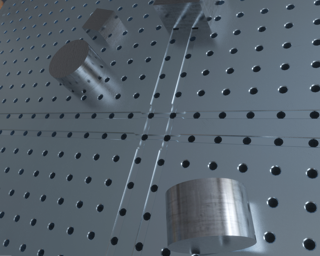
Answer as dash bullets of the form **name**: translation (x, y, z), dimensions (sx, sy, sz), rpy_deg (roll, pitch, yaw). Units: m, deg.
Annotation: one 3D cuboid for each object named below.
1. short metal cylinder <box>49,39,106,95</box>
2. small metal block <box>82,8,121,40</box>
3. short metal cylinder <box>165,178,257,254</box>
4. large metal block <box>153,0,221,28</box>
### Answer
- **short metal cylinder**: translation (-0.140, -0.103, 0.530), dimensions (0.080, 0.050, 0.080), rpy_deg (-13, 56, 21)
- **small metal block**: translation (-0.112, -0.198, 0.589), dimensions (0.050, 0.025, 0.050), rpy_deg (23, 74, 36)
- **short metal cylinder**: translation (0.046, 0.086, 0.296), dimensions (0.080, 0.080, 0.050), rpy_deg (-15, 56, 20)
- **large metal block**: translation (0.047, -0.209, 0.496), dimensions (0.080, 0.050, 0.080), rpy_deg (10, 66, 32)
